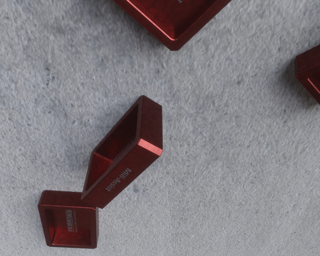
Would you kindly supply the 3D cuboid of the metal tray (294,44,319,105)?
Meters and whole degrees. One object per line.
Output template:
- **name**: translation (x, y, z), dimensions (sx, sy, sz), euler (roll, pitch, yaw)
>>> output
- **metal tray**: translation (0.224, -0.067, 0.324), dimensions (0.090, 0.030, 0.130), euler (36, 139, -28)

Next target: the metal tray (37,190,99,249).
- **metal tray**: translation (-0.155, 0.163, 0.540), dimensions (0.091, 0.030, 0.129), euler (5, 130, -5)

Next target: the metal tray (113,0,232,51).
- **metal tray**: translation (-0.002, -0.144, 0.281), dimensions (0.130, 0.030, 0.090), euler (35, 122, -27)

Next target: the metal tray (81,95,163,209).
- **metal tray**: translation (-0.048, 0.031, 0.389), dimensions (0.030, 0.090, 0.129), euler (30, 124, -23)
